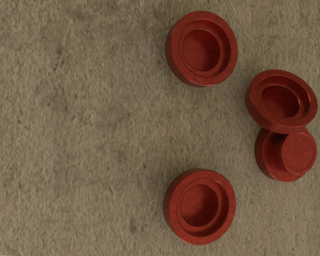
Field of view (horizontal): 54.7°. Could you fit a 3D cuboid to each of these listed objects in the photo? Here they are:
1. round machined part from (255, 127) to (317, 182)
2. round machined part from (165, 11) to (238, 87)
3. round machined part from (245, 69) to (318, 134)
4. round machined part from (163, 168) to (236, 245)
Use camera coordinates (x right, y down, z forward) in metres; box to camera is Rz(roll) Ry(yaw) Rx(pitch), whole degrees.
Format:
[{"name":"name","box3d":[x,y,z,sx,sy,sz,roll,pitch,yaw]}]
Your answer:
[{"name":"round machined part","box3d":[0.199,0.035,0.476,0.099,0.042,0.097,0,90,-21]},{"name":"round machined part","box3d":[0.052,-0.103,0.420,0.099,0.042,0.097,0,90,-21]},{"name":"round machined part","box3d":[0.171,-0.034,0.450,0.099,0.042,0.098,4,61,-6]},{"name":"round machined part","box3d":[0.050,0.103,0.420,0.099,0.042,0.097,0,90,-21]}]
